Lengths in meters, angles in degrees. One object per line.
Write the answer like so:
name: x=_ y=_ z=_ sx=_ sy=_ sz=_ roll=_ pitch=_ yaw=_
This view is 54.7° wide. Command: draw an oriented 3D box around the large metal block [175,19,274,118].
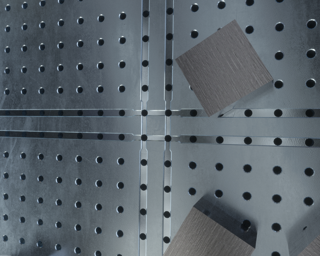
large metal block: x=0.078 y=-0.067 z=0.372 sx=0.080 sy=0.050 sz=0.080 roll=-31 pitch=80 yaw=17

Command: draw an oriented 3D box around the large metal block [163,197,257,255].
large metal block: x=0.060 y=0.145 z=0.378 sx=0.080 sy=0.050 sz=0.080 roll=32 pitch=100 yaw=17

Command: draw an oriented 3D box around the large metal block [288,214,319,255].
large metal block: x=0.199 y=0.136 z=0.330 sx=0.080 sy=0.050 sz=0.080 roll=42 pitch=103 yaw=15
